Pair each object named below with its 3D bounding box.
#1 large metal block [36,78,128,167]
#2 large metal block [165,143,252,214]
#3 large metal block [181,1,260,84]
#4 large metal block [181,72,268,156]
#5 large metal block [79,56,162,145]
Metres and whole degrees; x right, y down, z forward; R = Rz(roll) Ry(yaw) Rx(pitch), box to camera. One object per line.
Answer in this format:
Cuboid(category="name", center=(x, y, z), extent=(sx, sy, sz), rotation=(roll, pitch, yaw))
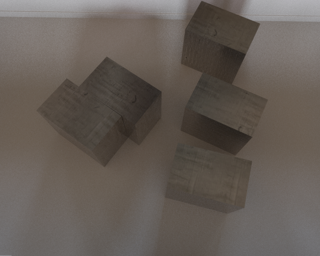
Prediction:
Cuboid(category="large metal block", center=(-0.090, -0.003, 0.380), extent=(0.080, 0.080, 0.050), rotation=(34, 74, 11))
Cuboid(category="large metal block", center=(0.052, 0.061, 0.359), extent=(0.080, 0.080, 0.050), rotation=(14, 71, 4))
Cuboid(category="large metal block", center=(0.078, -0.113, 0.423), extent=(0.080, 0.080, 0.050), rotation=(25, 72, 8))
Cuboid(category="large metal block", center=(0.075, -0.014, 0.387), extent=(0.080, 0.080, 0.050), rotation=(25, 72, 8))
Cuboid(category="large metal block", center=(-0.046, -0.031, 0.391), extent=(0.080, 0.080, 0.050), rotation=(34, 73, 11))
